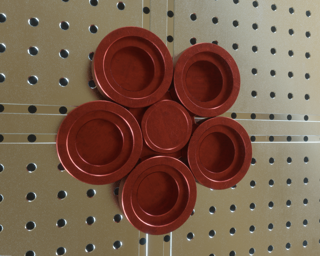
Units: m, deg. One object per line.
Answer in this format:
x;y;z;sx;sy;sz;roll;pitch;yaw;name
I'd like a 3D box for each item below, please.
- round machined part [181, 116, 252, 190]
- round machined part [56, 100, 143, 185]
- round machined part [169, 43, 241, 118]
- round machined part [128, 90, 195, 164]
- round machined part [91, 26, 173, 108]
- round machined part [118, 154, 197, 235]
0.074;0.033;0.430;0.099;0.042;0.097;0;90;-20;round machined part
-0.074;0.017;0.376;0.099;0.042;0.097;0;90;-20;round machined part
0.056;-0.063;0.424;0.099;0.042;0.097;0;90;-20;round machined part
0.003;-0.001;0.404;0.099;0.042;0.097;0;90;-20;round machined part
-0.036;-0.073;0.390;0.099;0.042;0.097;0;90;-20;round machined part
-0.006;0.083;0.401;0.099;0.042;0.097;0;90;-20;round machined part
